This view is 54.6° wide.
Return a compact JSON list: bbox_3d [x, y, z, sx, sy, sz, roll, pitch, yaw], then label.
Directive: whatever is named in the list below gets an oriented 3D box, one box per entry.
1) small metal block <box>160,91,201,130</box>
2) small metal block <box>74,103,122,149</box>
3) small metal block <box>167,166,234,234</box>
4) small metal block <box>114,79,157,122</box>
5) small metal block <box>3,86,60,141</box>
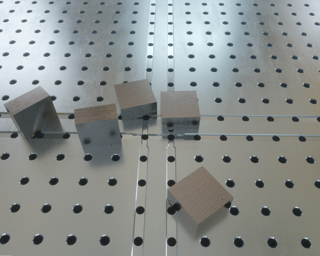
[{"bbox_3d":[0.027,-0.025,0.429,0.050,0.025,0.050,-2,50,-2],"label":"small metal block"},{"bbox_3d":[-0.077,-0.001,0.392,0.050,0.050,0.025,-9,51,-7],"label":"small metal block"},{"bbox_3d":[0.043,0.078,0.343,0.050,0.025,0.050,-29,56,-23],"label":"small metal block"},{"bbox_3d":[-0.035,-0.040,0.442,0.050,0.025,0.050,-12,51,-10],"label":"small metal block"},{"bbox_3d":[-0.166,-0.019,0.407,0.050,0.050,0.025,-36,59,-26],"label":"small metal block"}]
